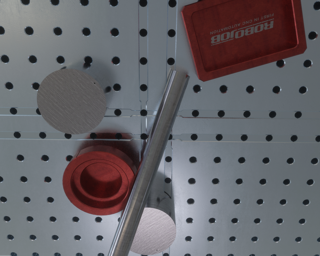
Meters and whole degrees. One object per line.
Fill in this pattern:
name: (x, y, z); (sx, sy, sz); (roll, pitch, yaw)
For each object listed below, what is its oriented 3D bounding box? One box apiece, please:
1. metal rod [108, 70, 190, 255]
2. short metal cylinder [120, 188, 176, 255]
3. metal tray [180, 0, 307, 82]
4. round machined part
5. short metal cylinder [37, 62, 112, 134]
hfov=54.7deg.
metal rod: (-0.023, 0.072, 0.398); (0.025, 0.025, 0.298); (19, 93, -7)
short metal cylinder: (-0.018, 0.135, 0.449); (0.081, 0.050, 0.079); (0, 110, 0)
metal tray: (0.098, -0.117, 0.368); (0.131, 0.030, 0.090); (-16, 110, 5)
round machined part: (-0.080, 0.068, 0.429); (0.099, 0.042, 0.097); (0, 110, 0)
short metal cylinder: (-0.103, -0.038, 0.385); (0.081, 0.050, 0.079); (0, 110, 0)
